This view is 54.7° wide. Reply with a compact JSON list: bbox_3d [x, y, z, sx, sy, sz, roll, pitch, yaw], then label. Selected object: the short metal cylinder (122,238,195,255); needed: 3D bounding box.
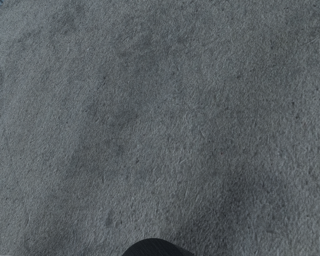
[{"bbox_3d":[0.001,0.151,0.295,0.080,0.050,0.080,-13,56,21],"label":"short metal cylinder"}]
